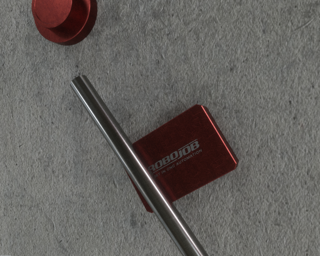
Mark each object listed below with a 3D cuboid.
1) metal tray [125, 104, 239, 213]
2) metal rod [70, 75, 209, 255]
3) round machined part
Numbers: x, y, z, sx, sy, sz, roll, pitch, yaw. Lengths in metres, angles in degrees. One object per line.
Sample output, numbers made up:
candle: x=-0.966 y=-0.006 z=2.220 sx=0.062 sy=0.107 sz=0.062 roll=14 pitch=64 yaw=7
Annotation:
metal tray: x=0.022 y=0.040 z=0.398 sx=0.130 sy=0.030 sz=0.090 roll=-32 pitch=80 yaw=16
metal rod: x=-0.024 y=0.057 z=0.383 sx=0.025 sy=0.025 sz=0.299 roll=-39 pitch=78 yaw=16
round machined part: x=-0.145 y=-0.173 z=0.449 sx=0.098 sy=0.042 sz=0.097 roll=0 pitch=90 yaw=19
